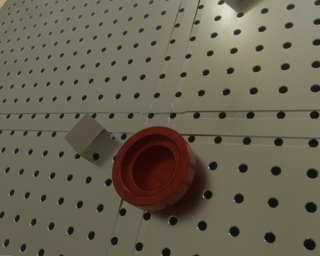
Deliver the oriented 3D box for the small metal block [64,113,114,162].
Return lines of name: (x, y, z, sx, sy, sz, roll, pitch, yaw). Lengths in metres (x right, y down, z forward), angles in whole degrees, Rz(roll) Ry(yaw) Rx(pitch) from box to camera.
small metal block: (-0.105, 0.013, 0.455, 0.050, 0.025, 0.050, -48, 51, -6)

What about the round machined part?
round machined part: (-0.004, 0.050, 0.369, 0.098, 0.042, 0.098, -13, 56, 21)
